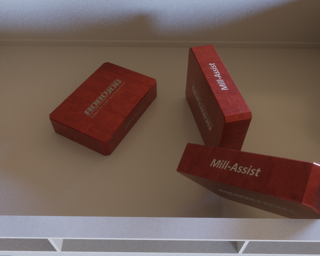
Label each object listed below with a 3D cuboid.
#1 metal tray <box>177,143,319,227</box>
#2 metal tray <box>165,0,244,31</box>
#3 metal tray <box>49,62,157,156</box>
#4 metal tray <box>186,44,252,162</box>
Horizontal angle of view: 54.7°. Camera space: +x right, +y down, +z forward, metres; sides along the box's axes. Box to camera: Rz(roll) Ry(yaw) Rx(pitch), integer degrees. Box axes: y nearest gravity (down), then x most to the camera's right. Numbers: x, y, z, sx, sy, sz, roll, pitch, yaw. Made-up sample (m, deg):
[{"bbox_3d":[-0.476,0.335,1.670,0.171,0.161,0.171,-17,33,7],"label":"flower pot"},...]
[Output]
[{"bbox_3d":[0.090,0.052,0.281,0.130,0.090,0.030,7,69,49],"label":"metal tray"},{"bbox_3d":[0.083,-0.234,0.602,0.131,0.030,0.090,-13,51,-11],"label":"metal tray"},{"bbox_3d":[-0.073,-0.032,0.428,0.090,0.030,0.130,23,53,18],"label":"metal tray"},{"bbox_3d":[0.066,-0.031,0.388,0.030,0.090,0.130,-10,51,-8],"label":"metal tray"}]
